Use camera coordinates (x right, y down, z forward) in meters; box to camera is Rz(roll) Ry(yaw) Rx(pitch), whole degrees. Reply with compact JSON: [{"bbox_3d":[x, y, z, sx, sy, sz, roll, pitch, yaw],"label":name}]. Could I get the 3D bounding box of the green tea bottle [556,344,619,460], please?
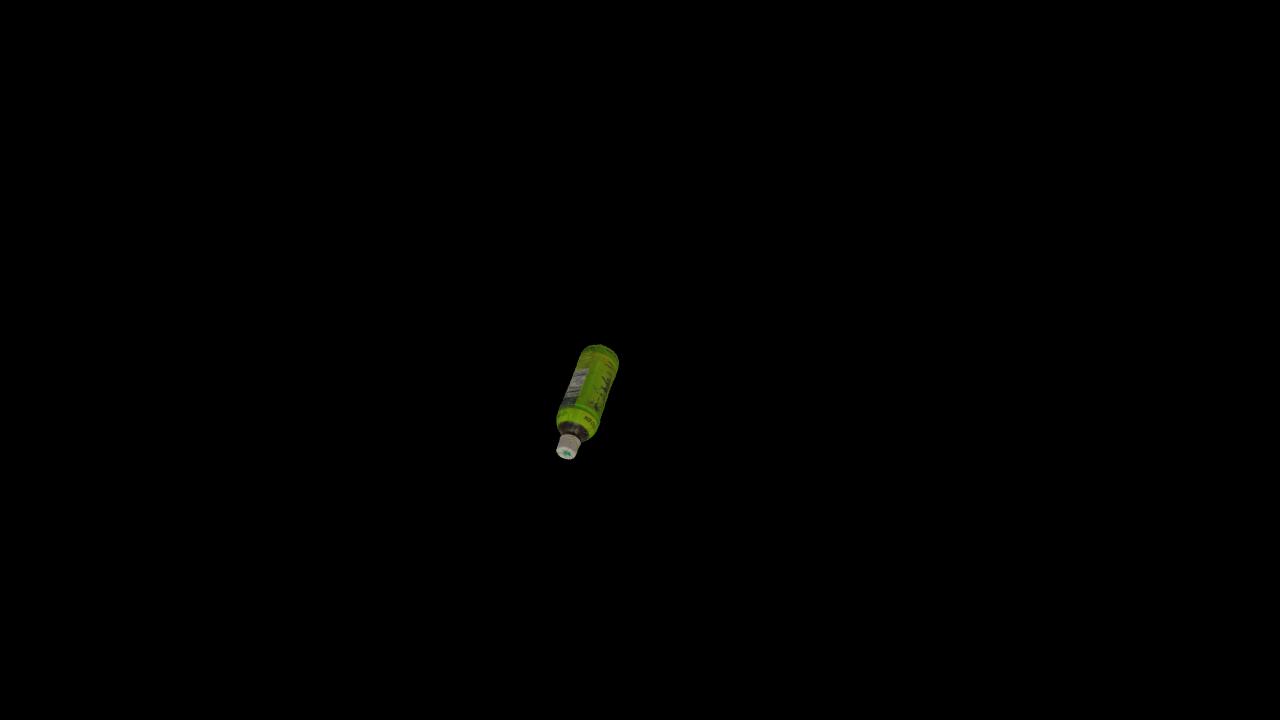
[{"bbox_3d":[-0.089,0.067,0.981,0.073,0.073,0.212,0,42,18],"label":"green tea bottle"}]
